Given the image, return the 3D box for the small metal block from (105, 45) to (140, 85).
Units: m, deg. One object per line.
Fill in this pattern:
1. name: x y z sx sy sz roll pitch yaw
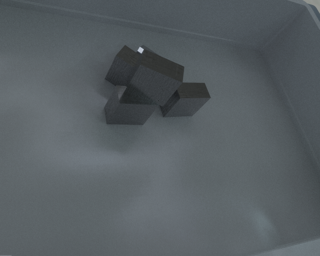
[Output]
1. small metal block: -0.040 -0.074 0.414 0.050 0.050 0.025 34 52 -7

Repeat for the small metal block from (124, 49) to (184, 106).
1. small metal block: -0.007 -0.056 0.358 0.050 0.050 0.025 20 54 -17

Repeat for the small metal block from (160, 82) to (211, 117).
1. small metal block: 0.034 -0.039 0.433 0.050 0.050 0.025 -4 64 -30

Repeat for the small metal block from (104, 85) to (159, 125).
1. small metal block: -0.037 -0.027 0.387 0.050 0.050 0.025 1 61 -28

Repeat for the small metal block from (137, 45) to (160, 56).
1. small metal block: -0.011 -0.093 0.442 0.050 0.025 0.050 32 16 -8
